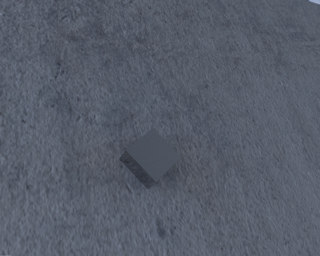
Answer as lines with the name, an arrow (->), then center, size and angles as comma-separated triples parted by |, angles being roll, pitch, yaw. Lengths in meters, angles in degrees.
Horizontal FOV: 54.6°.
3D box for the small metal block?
small metal block -> -0.012, 0.036, 0.375 | 0.050, 0.025, 0.050 | 46, 51, 4
